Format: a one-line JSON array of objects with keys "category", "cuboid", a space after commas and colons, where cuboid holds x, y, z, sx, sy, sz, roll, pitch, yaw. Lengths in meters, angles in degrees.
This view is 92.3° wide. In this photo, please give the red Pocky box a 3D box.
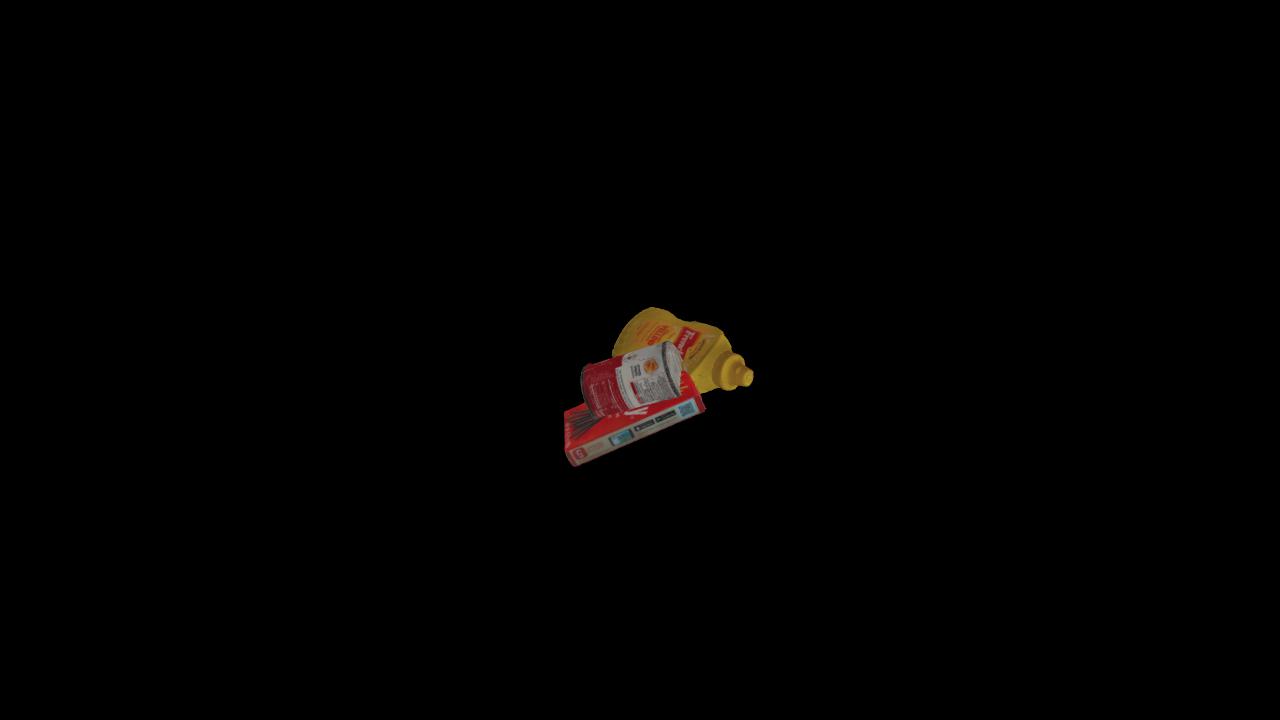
[{"category": "red Pocky box", "cuboid": [-0.010, 0.056, 0.675, 0.155, 0.028, 0.083, -24, 26, 4]}]

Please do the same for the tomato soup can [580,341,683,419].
[{"category": "tomato soup can", "cuboid": [-0.005, 0.024, 0.668, 0.101, 0.068, 0.068, -17, -6, 19]}]

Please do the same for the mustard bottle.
[{"category": "mustard bottle", "cuboid": [0.056, -0.005, 0.714, 0.184, 0.054, 0.092, 22, 60, 44]}]
